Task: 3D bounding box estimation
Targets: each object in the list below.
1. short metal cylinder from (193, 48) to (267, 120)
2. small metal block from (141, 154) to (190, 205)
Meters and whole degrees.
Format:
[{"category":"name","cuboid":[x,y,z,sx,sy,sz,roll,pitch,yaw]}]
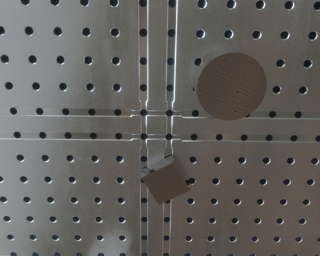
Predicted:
[{"category":"short metal cylinder","cuboid":[0.083,-0.055,0.380,0.081,0.050,0.079,0,110,0]},{"category":"small metal block","cuboid":[0.008,0.074,0.440,0.050,0.025,0.050,-27,108,9]}]
